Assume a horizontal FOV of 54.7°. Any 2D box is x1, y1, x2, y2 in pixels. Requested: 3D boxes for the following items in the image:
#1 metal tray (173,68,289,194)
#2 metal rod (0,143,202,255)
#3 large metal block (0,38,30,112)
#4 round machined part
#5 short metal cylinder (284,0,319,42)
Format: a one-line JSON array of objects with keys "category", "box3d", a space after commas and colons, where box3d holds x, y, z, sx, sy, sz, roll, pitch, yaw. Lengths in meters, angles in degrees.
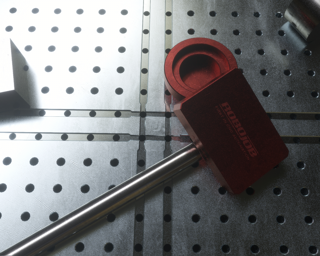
[{"category": "metal tray", "box3d": [0.089, 0.004, 0.383, 0.090, 0.030, 0.130, -35, 97, -12]}, {"category": "metal rod", "box3d": [-0.083, 0.102, 0.373, 0.302, 0.025, 0.025, -29, 73, -11]}, {"category": "large metal block", "box3d": [-0.231, -0.068, 0.420, 0.081, 0.050, 0.080, -12, 71, -5]}, {"category": "round machined part", "box3d": [0.055, -0.073, 0.430, 0.099, 0.042, 0.098, 0, 70, -1]}, {"category": "short metal cylinder", "box3d": [0.231, -0.172, 0.448, 0.080, 0.080, 0.050, -31, 73, -11]}]
